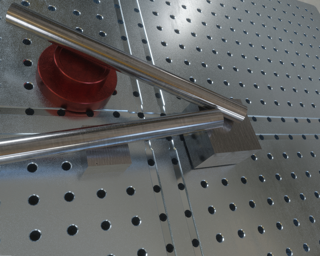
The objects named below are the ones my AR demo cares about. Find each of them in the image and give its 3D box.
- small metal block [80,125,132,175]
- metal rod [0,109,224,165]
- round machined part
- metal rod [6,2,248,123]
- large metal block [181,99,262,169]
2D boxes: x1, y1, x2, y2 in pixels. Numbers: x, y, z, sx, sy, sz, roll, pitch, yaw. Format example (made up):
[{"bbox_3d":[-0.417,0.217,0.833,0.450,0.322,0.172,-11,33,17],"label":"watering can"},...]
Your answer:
[{"bbox_3d":[-0.065,0.024,0.360,0.050,0.025,0.050,0,62,-29],"label":"small metal block"},{"bbox_3d":[-0.067,0.010,0.332,0.303,0.025,0.025,-9,66,-21],"label":"metal rod"},{"bbox_3d":[-0.100,-0.072,0.388,0.099,0.042,0.098,14,56,-21],"label":"round machined part"},{"bbox_3d":[-0.029,-0.073,0.376,0.302,0.025,0.025,22,53,-12],"label":"metal rod"},{"bbox_3d":[0.081,0.006,0.430,0.081,0.050,0.080,-2,63,-30],"label":"large metal block"}]
